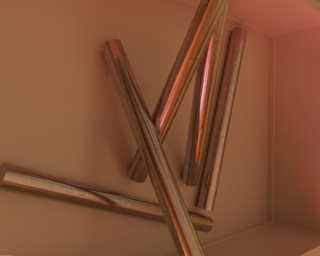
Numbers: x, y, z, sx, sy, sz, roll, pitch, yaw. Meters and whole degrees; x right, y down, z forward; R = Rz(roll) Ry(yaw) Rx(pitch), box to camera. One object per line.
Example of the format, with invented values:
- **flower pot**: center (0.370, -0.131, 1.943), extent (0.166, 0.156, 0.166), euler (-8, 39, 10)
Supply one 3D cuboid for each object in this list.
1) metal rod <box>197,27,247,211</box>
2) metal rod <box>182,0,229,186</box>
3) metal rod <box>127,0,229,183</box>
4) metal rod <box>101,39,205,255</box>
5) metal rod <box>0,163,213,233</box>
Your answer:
- **metal rod**: center (0.101, -0.021, 0.493), extent (0.025, 0.025, 0.299), euler (22, 76, -38)
- **metal rod**: center (0.055, -0.053, 0.377), extent (0.025, 0.025, 0.298), euler (-21, 128, -38)
- **metal rod**: center (0.027, -0.065, 0.331), extent (0.025, 0.025, 0.298), euler (4, 120, -40)
- **metal rod**: center (-0.003, 0.039, 0.331), extent (0.025, 0.025, 0.299), euler (-11, 74, -40)
- **metal rod**: center (-0.038, 0.095, 0.376), extent (0.302, 0.025, 0.025), euler (25, 74, -38)
